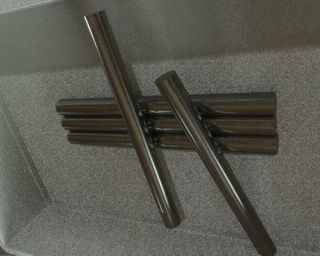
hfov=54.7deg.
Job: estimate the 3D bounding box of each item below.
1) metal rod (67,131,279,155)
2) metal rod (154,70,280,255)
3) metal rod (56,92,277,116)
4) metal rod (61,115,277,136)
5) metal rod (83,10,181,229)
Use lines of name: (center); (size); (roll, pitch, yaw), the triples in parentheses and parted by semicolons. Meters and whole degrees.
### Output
metal rod: (-0.002, 0.015, 0.416); (0.301, 0.025, 0.025); (1, 119, 27)
metal rod: (0.080, 0.063, 0.377); (0.025, 0.025, 0.299); (-17, 117, 34)
metal rod: (-0.012, -0.028, 0.395); (0.301, 0.025, 0.025); (1, 119, 27)
metal rod: (-0.008, -0.007, 0.406); (0.301, 0.025, 0.025); (1, 119, 27)
metal rod: (-0.027, 0.007, 0.391); (0.025, 0.025, 0.298); (-5, 116, 30)
